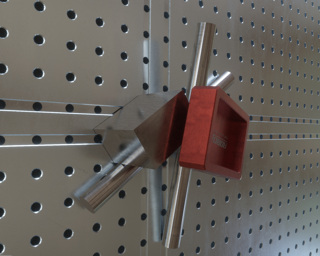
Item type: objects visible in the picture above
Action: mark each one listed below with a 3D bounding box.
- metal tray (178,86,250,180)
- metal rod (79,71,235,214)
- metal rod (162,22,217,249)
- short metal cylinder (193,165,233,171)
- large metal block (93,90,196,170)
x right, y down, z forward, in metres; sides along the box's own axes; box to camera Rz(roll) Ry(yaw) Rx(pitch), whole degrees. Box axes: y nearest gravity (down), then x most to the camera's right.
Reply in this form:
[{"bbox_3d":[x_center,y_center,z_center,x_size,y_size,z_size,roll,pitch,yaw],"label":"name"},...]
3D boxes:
[{"bbox_3d":[0.072,0.012,0.376,0.130,0.030,0.090,25,74,-57],"label":"metal tray"},{"bbox_3d":[0.015,0.002,0.424,0.302,0.025,0.025,-41,115,-32],"label":"metal rod"},{"bbox_3d":[0.038,0.013,0.413,0.025,0.025,0.298,5,96,-40],"label":"metal rod"},{"bbox_3d":[0.072,0.026,0.454,0.081,0.050,0.079,0,90,-40],"label":"short metal cylinder"},{"bbox_3d":[-0.015,0.000,0.361,0.080,0.080,0.050,-41,116,-32],"label":"large metal block"}]
